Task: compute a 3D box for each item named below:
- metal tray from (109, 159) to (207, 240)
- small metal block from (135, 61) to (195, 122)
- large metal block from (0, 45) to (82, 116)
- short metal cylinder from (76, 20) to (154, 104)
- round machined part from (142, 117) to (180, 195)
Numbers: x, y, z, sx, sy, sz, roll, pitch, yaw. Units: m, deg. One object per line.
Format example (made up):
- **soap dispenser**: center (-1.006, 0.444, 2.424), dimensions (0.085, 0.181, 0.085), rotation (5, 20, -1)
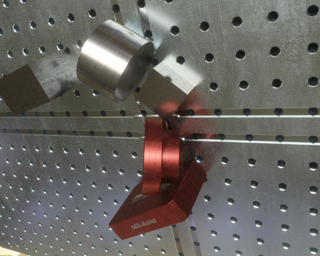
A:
- **metal tray**: center (-0.004, 0.101, 0.432), dimensions (0.130, 0.090, 0.030), rotation (-31, 103, 38)
- **small metal block**: center (0.006, -0.044, 0.381), dimensions (0.050, 0.025, 0.050), rotation (38, 129, 2)
- **large metal block**: center (-0.158, -0.064, 0.419), dimensions (0.080, 0.080, 0.050), rotation (-14, 111, 34)
- **short metal cylinder**: center (-0.050, -0.075, 0.355), dimensions (0.050, 0.080, 0.079), rotation (32, 129, 7)
- **round machined part**: center (0.001, 0.036, 0.393), dimensions (0.042, 0.098, 0.097), rotation (3, 123, -3)
